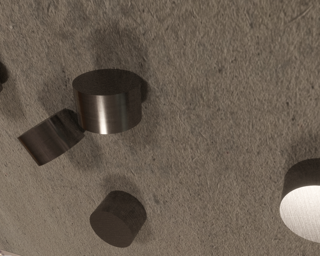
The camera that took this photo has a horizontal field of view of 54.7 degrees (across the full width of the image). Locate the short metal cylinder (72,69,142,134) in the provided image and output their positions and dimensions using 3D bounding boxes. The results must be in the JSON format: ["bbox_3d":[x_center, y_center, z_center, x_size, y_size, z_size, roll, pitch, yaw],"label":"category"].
[{"bbox_3d":[-0.063,-0.035,0.381,0.080,0.080,0.050,14,124,20],"label":"short metal cylinder"}]

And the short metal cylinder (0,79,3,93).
[{"bbox_3d":[-0.292,-0.076,0.475,0.080,0.080,0.050,10,123,22],"label":"short metal cylinder"}]

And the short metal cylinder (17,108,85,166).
[{"bbox_3d":[-0.161,0.012,0.461,0.080,0.080,0.050,-21,107,35],"label":"short metal cylinder"}]

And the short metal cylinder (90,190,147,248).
[{"bbox_3d":[-0.069,0.152,0.520,0.080,0.050,0.079,13,124,20],"label":"short metal cylinder"}]

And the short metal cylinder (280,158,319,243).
[{"bbox_3d":[0.179,0.081,0.346,0.080,0.050,0.079,13,124,20],"label":"short metal cylinder"}]
